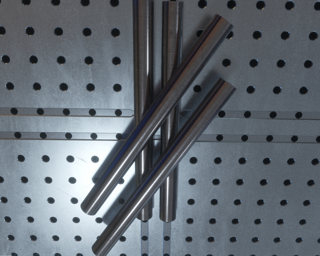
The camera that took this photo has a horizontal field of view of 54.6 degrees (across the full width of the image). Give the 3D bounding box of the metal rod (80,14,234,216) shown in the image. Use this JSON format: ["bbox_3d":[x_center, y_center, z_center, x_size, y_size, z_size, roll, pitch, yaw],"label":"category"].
[{"bbox_3d":[-0.013,-0.004,0.386,0.025,0.025,0.299,33,107,-11],"label":"metal rod"}]

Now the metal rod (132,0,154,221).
[{"bbox_3d":[-0.022,-0.010,0.410,0.025,0.025,0.298,1,110,0],"label":"metal rod"}]

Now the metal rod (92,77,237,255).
[{"bbox_3d":[-0.003,0.062,0.409,0.025,0.025,0.299,33,106,-11],"label":"metal rod"}]

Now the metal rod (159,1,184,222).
[{"bbox_3d":[0.013,-0.007,0.411,0.025,0.025,0.298,1,110,0],"label":"metal rod"}]
